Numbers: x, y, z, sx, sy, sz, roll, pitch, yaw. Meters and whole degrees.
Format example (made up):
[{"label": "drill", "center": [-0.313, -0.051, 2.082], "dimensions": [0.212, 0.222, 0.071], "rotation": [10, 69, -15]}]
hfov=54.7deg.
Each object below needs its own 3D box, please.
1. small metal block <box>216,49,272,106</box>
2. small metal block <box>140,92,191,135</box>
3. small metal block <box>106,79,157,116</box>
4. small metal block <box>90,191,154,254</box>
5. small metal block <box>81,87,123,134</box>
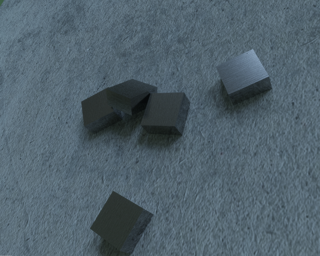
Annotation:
[{"label": "small metal block", "center": [0.104, -0.064, 0.388], "dimensions": [0.050, 0.025, 0.050], "rotation": [-24, 53, 13]}, {"label": "small metal block", "center": [0.008, -0.019, 0.411], "dimensions": [0.050, 0.025, 0.050], "rotation": [2, 63, 29]}, {"label": "small metal block", "center": [-0.039, -0.045, 0.436], "dimensions": [0.050, 0.025, 0.050], "rotation": [24, 38, 36]}, {"label": "small metal block", "center": [-0.044, 0.109, 0.360], "dimensions": [0.050, 0.025, 0.050], "rotation": [20, 72, 35]}, {"label": "small metal block", "center": [-0.088, -0.026, 0.466], "dimensions": [0.050, 0.025, 0.050], "rotation": [-26, 53, 12]}]
